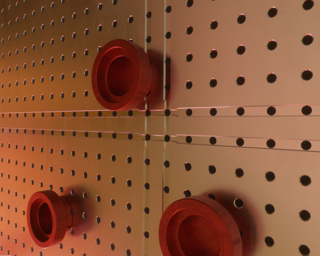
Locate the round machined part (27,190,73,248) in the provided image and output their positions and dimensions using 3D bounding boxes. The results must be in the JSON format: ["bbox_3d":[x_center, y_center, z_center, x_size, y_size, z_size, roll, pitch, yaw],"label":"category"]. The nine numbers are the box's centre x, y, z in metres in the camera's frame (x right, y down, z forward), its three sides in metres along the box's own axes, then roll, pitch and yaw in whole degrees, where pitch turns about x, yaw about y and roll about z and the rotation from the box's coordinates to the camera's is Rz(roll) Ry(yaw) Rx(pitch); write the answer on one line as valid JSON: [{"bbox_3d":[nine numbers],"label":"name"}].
[{"bbox_3d":[-0.194,0.160,0.555,0.098,0.042,0.097,0,90,39],"label":"round machined part"}]

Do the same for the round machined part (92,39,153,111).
[{"bbox_3d":[-0.049,-0.072,0.436,0.098,0.042,0.097,0,90,39],"label":"round machined part"}]

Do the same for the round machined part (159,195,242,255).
[{"bbox_3d":[0.049,0.126,0.356,0.098,0.042,0.097,0,90,39],"label":"round machined part"}]
